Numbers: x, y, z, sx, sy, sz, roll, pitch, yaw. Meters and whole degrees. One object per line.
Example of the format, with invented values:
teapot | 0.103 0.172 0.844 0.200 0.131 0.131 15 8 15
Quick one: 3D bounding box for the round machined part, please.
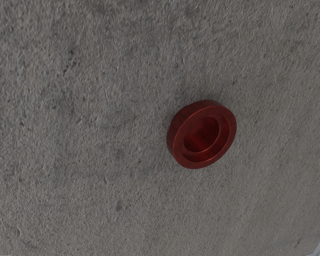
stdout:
round machined part | 0.053 0.005 0.427 0.099 0.042 0.097 -14 124 -21
